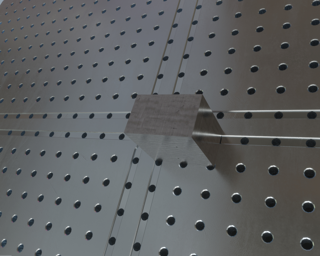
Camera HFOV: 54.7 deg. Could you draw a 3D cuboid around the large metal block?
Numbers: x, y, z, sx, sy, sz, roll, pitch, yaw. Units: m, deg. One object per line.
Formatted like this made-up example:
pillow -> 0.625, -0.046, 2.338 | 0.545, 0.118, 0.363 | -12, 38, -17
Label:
large metal block -> 0.019, 0.004, 0.360 | 0.080, 0.080, 0.050 | 3, 63, 29
